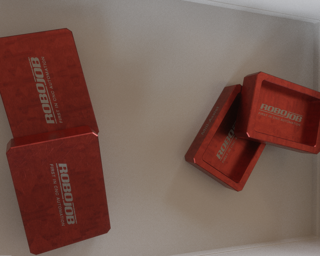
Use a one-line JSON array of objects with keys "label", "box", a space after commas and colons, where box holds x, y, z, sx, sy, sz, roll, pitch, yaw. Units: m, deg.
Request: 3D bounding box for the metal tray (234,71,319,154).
[{"label": "metal tray", "box": [0.175, -0.019, 0.441, 0.131, 0.030, 0.090, 13, 84, -21]}]

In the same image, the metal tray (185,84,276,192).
[{"label": "metal tray", "box": [0.106, 0.014, 0.448, 0.090, 0.030, 0.130, 35, 79, -17]}]

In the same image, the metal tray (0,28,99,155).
[{"label": "metal tray", "box": [-0.133, -0.042, 0.359, 0.091, 0.030, 0.129, -16, 96, -20]}]

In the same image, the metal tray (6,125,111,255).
[{"label": "metal tray", "box": [-0.110, 0.069, 0.349, 0.091, 0.030, 0.129, -11, 110, -21]}]
